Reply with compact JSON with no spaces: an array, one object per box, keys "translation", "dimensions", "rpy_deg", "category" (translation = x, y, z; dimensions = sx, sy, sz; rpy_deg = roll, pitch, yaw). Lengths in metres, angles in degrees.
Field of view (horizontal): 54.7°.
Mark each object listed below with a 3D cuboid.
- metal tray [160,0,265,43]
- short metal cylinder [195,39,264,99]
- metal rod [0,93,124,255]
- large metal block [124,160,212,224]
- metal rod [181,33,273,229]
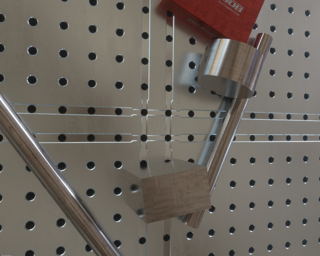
[{"translation":[0.077,-0.180,0.438],"dimensions":[0.131,0.030,0.090],"rpy_deg":[27,81,-18],"category":"metal tray"},{"translation":[0.093,-0.078,0.417],"dimensions":[0.080,0.080,0.050],"rpy_deg":[21,83,-19],"category":"short metal cylinder"},{"translation":[-0.108,0.091,0.372],"dimensions":[0.025,0.025,0.299],"rpy_deg":[-36,102,-16],"category":"metal rod"},{"translation":[0.006,0.074,0.386],"dimensions":[0.081,0.080,0.050],"rpy_deg":[-7,93,-20],"category":"large metal block"},{"translation":[0.100,-0.002,0.449],"dimensions":[0.025,0.025,0.299],"rpy_deg":[26,81,-18],"category":"metal rod"}]
